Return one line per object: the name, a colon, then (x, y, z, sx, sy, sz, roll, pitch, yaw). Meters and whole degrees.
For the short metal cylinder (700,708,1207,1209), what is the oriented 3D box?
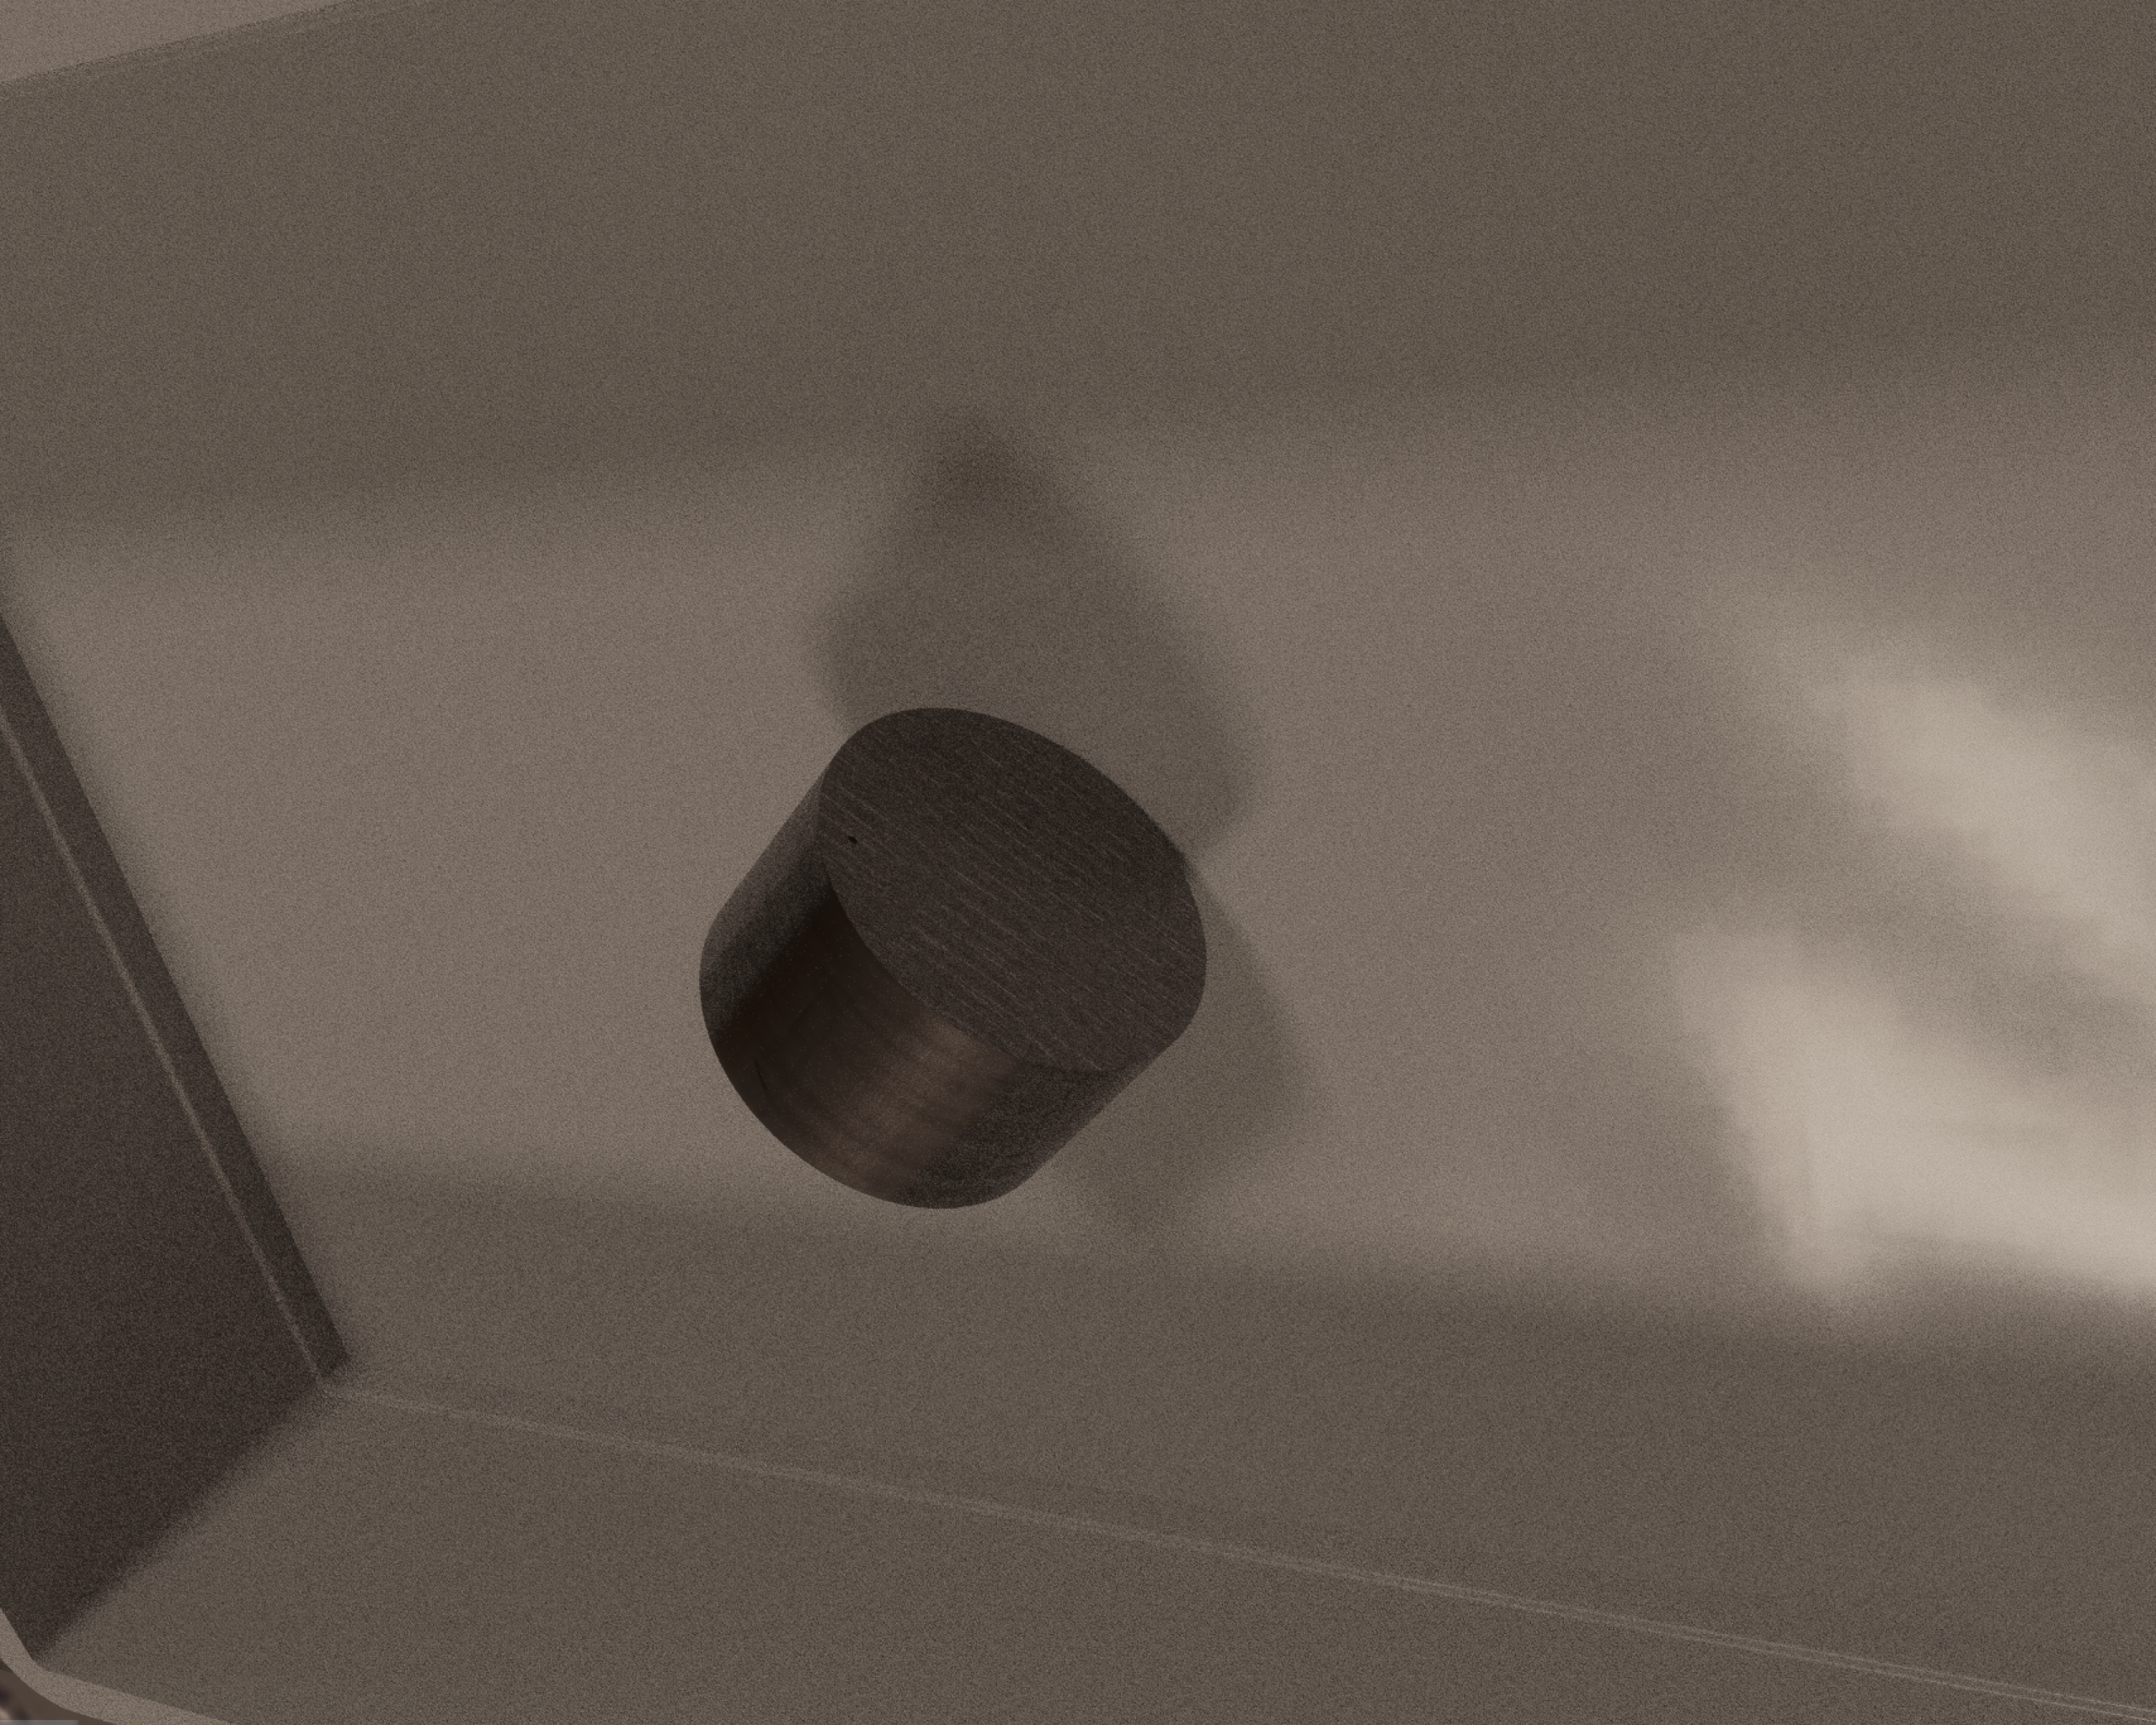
short metal cylinder: (-0.023, 0.018, 0.392, 0.080, 0.080, 0.050, 41, 129, -1)
